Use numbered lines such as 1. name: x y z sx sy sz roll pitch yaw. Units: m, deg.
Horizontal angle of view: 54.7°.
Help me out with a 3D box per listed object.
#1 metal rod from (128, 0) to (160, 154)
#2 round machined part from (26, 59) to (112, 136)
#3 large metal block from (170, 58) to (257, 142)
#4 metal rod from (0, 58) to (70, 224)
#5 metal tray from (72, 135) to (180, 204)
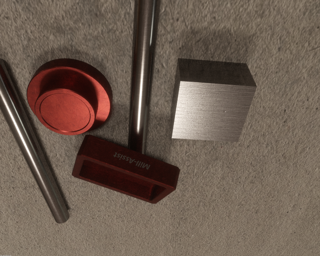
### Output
1. metal rod: -0.019 -0.068 0.349 0.025 0.025 0.298 4 130 -4
2. round machined part: -0.108 -0.029 0.369 0.099 0.042 0.097 -1 130 0
3. large metal block: 0.058 -0.032 0.365 0.081 0.050 0.079 4 130 -4
4. metal rod: -0.178 0.041 0.439 0.025 0.025 0.298 -3 130 2
5. metal tray: -0.049 0.061 0.425 0.131 0.030 0.090 21 149 -10
